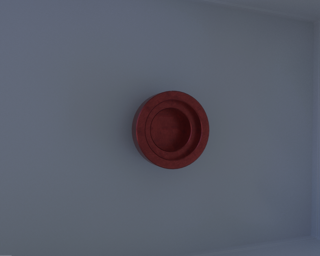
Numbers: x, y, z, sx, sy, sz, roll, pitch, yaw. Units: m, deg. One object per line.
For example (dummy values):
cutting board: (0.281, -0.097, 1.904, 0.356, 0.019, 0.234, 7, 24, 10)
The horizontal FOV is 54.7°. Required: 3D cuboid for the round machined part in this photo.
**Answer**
round machined part: (0.011, 0.002, 0.403, 0.099, 0.042, 0.097, 0, 90, -21)
